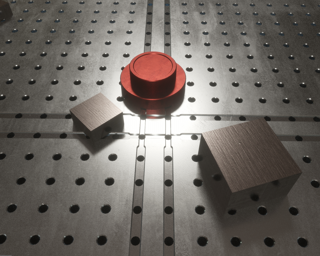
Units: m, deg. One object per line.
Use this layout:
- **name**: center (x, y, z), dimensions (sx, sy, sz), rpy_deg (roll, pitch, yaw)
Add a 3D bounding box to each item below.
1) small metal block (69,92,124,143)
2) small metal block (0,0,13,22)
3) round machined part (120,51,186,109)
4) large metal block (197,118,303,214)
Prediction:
- **small metal block**: center (-0.085, -0.015, 0.419), dimensions (0.050, 0.025, 0.050), rpy_deg (-35, 59, -26)
- **small metal block**: center (-0.323, -0.224, 0.591), dimensions (0.050, 0.025, 0.050), rpy_deg (24, 54, 18)
- **round machined part**: center (-0.010, -0.077, 0.461), dimensions (0.099, 0.042, 0.098), rpy_deg (0, 50, 0)
- **large metal block**: center (0.098, 0.042, 0.358), dimensions (0.081, 0.050, 0.080), rpy_deg (-13, 51, -11)
